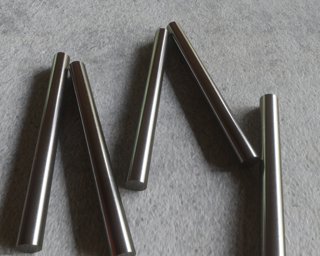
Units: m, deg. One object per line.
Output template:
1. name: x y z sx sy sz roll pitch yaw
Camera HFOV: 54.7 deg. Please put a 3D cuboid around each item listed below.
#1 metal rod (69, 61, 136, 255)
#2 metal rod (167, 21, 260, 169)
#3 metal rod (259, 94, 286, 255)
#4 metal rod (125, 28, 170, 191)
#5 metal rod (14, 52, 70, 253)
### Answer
1. metal rod: -0.082 0.015 0.389 0.025 0.025 0.299 -14 52 -12
2. metal rod: 0.065 -0.069 0.461 0.025 0.025 0.300 -12 51 -11
3. metal rod: 0.123 0.073 0.343 0.025 0.025 0.300 9 50 7
4. metal rod: -0.011 -0.049 0.444 0.025 0.025 0.300 5 50 4
5. metal rod: -0.142 0.004 0.398 0.025 0.025 0.300 -4 50 -4
